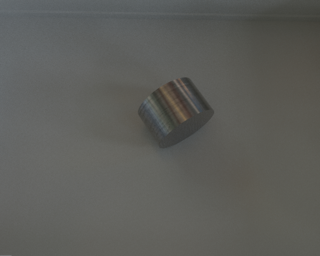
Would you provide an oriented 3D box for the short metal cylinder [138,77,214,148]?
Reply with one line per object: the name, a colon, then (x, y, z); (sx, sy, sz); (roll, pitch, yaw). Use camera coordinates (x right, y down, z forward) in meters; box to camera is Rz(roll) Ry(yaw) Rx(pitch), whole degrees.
short metal cylinder: (0.020, -0.018, 0.387); (0.080, 0.080, 0.050); (-30, 73, -11)
